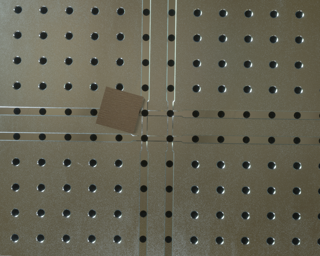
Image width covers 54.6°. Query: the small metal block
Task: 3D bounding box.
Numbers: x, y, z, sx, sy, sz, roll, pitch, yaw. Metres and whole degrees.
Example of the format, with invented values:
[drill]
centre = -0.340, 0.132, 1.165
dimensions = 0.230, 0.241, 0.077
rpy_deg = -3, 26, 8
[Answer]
[small metal block]
centre = -0.052, -0.023, 0.413
dimensions = 0.050, 0.025, 0.050
rpy_deg = 16, 90, 0
